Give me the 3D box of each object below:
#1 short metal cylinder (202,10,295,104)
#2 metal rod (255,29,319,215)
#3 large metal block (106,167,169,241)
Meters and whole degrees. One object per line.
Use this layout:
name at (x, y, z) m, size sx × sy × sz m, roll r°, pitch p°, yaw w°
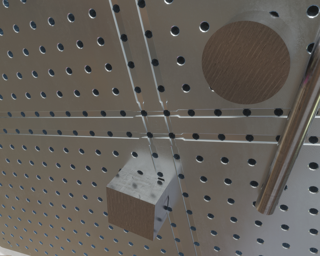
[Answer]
short metal cylinder at (0.088, -0.070, 0.306) m, size 0.080 × 0.050 × 0.079 m, roll 13°, pitch 124°, yaw 21°
metal rod at (0.149, -0.020, 0.320) m, size 0.025 × 0.025 × 0.298 m, roll 18°, pitch 126°, yaw 18°
large metal block at (-0.035, 0.119, 0.487) m, size 0.080 × 0.050 × 0.079 m, roll 16°, pitch 125°, yaw 19°
